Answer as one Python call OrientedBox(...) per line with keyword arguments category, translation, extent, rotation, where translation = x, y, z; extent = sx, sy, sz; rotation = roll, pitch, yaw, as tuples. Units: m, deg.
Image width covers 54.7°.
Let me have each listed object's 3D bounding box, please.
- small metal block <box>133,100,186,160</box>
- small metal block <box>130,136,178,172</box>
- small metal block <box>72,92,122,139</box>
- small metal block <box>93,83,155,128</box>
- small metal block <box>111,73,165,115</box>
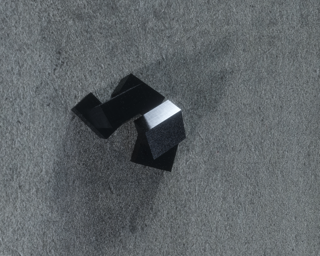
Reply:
OrientedBox(category="small metal block", translation=(0.001, 0.002, 0.372), extent=(0.050, 0.025, 0.050), rotation=(-33, 138, -17))
OrientedBox(category="small metal block", translation=(-0.006, 0.027, 0.409), extent=(0.050, 0.025, 0.050), rotation=(17, 84, -20))
OrientedBox(category="small metal block", translation=(-0.077, -0.014, 0.369), extent=(0.025, 0.050, 0.050), rotation=(-47, 105, -14))
OrientedBox(category="small metal block", translation=(-0.040, -0.023, 0.330), extent=(0.050, 0.050, 0.025), rotation=(-31, 101, -18))
OrientedBox(category="small metal block", translation=(-0.029, -0.040, 0.387), extent=(0.050, 0.050, 0.025), rotation=(34, 79, -17))
